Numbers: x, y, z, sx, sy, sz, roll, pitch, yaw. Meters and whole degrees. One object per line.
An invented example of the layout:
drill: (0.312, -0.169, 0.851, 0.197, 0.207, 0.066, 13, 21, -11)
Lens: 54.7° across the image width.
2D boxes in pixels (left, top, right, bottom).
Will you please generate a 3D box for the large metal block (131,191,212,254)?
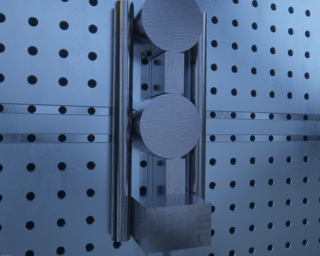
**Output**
large metal block: (0.009, 0.112, 0.387, 0.081, 0.080, 0.050, 1, 90, -20)

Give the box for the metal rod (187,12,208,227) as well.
metal rod: (0.052, -0.009, 0.430, 0.025, 0.025, 0.298, 1, 90, -20)

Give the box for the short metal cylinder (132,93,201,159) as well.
short metal cylinder: (0.006, -0.003, 0.401, 0.081, 0.050, 0.080, 0, 90, -20)

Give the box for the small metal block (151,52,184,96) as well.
small metal block: (0.009, -0.067, 0.401, 0.025, 0.050, 0.050, 1, 90, -20)

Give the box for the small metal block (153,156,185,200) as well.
small metal block: (0.011, 0.063, 0.402, 0.025, 0.050, 0.050, 0, 90, -20)

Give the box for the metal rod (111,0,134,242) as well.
metal rod: (-0.048, -0.009, 0.394, 0.025, 0.025, 0.298, 1, 90, -20)

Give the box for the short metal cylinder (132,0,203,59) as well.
short metal cylinder: (0.008, -0.132, 0.401, 0.081, 0.050, 0.080, 0, 90, -20)
